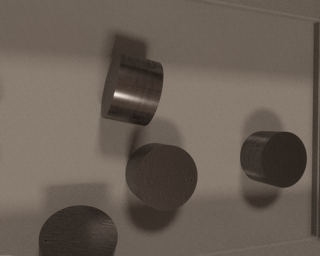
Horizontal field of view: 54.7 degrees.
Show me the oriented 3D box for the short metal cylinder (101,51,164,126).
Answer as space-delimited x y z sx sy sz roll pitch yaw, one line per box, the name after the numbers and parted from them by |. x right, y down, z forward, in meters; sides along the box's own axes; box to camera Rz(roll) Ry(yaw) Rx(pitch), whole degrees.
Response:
-0.035 -0.046 0.369 0.050 0.080 0.080 12 86 -20 | short metal cylinder

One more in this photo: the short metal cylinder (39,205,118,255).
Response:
-0.090 0.133 0.341 0.081 0.080 0.050 0 127 -20 | short metal cylinder

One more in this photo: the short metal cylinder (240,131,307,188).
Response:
0.168 0.045 0.461 0.081 0.050 0.079 0 90 -21 | short metal cylinder

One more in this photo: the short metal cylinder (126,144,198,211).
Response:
0.001 0.060 0.399 0.081 0.050 0.079 0 90 -21 | short metal cylinder
